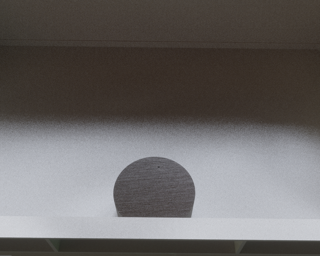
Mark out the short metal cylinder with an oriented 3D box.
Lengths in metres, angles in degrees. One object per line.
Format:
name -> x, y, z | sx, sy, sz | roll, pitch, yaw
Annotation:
short metal cylinder -> -0.006, 0.077, 0.324 | 0.081, 0.050, 0.080 | 0, 50, 0
